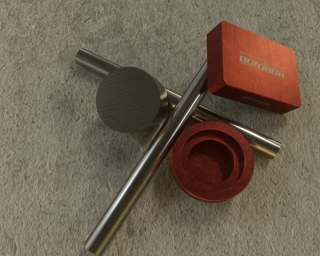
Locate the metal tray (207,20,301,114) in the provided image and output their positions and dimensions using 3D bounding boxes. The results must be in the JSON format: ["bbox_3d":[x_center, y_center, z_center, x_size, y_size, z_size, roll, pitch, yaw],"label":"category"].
[{"bbox_3d":[0.124,-0.076,0.405,0.131,0.030,0.090,12,68,-26],"label":"metal tray"}]

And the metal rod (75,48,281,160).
[{"bbox_3d":[0.018,-0.037,0.424,0.301,0.025,0.025,27,72,9],"label":"metal rod"}]

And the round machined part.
[{"bbox_3d":[0.062,0.044,0.385,0.099,0.042,0.098,0,70,0],"label":"round machined part"}]

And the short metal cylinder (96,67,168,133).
[{"bbox_3d":[-0.034,-0.034,0.394,0.080,0.050,0.080,0,90,11],"label":"short metal cylinder"}]

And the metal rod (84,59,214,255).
[{"bbox_3d":[0.004,0.018,0.384,0.025,0.025,0.300,32,79,11],"label":"metal rod"}]
